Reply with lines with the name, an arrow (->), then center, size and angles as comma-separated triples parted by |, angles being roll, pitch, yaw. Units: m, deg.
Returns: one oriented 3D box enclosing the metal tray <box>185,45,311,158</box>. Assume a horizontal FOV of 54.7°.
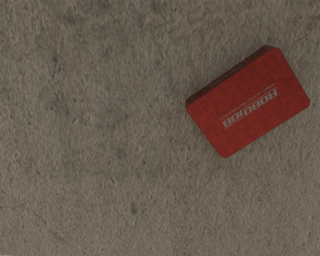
metal tray -> 0.110, -0.032, 0.397 | 0.130, 0.030, 0.090 | -35, 107, 11
